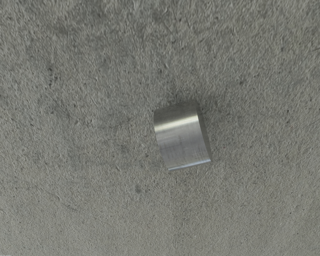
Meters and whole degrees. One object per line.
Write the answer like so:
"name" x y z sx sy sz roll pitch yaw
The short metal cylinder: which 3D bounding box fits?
"short metal cylinder" 0.029 0.009 0.379 0.050 0.080 0.080 -15 129 12
